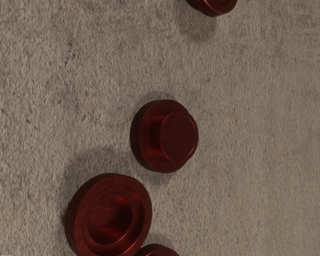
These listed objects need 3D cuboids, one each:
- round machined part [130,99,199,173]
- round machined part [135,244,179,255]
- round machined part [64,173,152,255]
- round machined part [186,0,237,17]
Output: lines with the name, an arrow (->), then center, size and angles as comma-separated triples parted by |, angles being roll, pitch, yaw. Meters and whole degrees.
round machined part -> 0.013, 0.011, 0.407 | 0.099, 0.042, 0.097 | 0, 90, -40
round machined part -> -0.003, 0.203, 0.394 | 0.099, 0.042, 0.097 | 0, 90, -40
round machined part -> -0.060, 0.099, 0.345 | 0.099, 0.042, 0.097 | 0, 90, -40
round machined part -> 0.070, -0.212, 0.454 | 0.099, 0.042, 0.097 | 0, 90, -40
